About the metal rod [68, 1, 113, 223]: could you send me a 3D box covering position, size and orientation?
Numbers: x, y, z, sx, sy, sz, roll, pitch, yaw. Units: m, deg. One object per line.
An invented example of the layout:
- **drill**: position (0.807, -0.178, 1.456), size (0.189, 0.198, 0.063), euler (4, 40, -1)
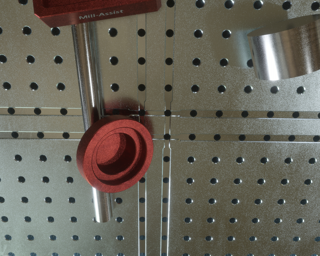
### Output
- **metal rod**: position (-0.088, -0.006, 0.409), size (0.025, 0.025, 0.298), euler (-2, 110, 0)

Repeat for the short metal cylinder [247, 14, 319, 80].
- **short metal cylinder**: position (0.145, -0.092, 0.352), size (0.080, 0.080, 0.050), euler (-16, 110, 5)

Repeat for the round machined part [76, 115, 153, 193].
- **round machined part**: position (-0.061, 0.030, 0.399), size (0.099, 0.042, 0.097), euler (-13, 113, -33)

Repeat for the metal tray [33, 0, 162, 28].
- **metal tray**: position (-0.069, -0.165, 0.331), size (0.131, 0.030, 0.089), euler (-8, 87, 2)
